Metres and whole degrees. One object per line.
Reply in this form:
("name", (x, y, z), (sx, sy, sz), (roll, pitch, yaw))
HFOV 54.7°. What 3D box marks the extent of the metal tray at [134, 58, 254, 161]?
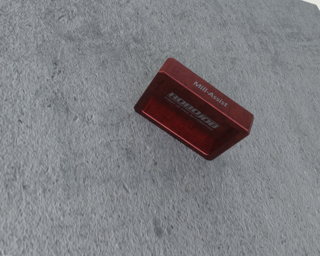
("metal tray", (0.041, -0.019, 0.399), (0.130, 0.090, 0.030), (34, 51, -6))
